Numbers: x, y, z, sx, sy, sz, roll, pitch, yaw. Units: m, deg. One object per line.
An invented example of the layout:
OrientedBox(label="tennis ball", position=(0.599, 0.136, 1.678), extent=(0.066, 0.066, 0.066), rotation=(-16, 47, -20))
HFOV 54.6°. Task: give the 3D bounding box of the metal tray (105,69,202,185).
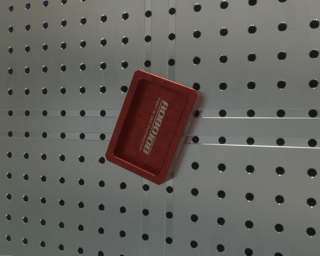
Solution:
OrientedBox(label="metal tray", position=(-0.010, -0.002, 0.413), extent=(0.090, 0.030, 0.129), rotation=(23, 98, 18))
